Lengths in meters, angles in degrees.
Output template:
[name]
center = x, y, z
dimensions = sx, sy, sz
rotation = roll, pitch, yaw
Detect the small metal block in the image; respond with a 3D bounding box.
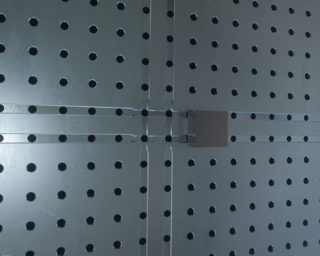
[small metal block]
center = 0.067, 0.001, 0.437
dimensions = 0.050, 0.025, 0.050
rotation = 0, 90, -20
